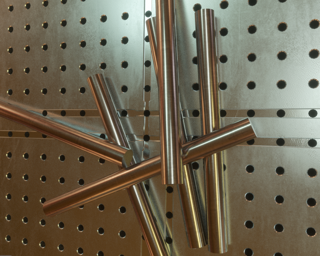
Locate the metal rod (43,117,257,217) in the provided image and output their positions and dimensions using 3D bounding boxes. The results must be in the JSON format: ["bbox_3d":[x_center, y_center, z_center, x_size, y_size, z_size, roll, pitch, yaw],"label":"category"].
[{"bbox_3d":[-0.026,0.057,0.394,0.300,0.025,0.025,-24,82,18],"label":"metal rod"}]

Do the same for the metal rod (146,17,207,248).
[{"bbox_3d":[0.021,0.002,0.405,0.025,0.025,0.299,-12,86,19],"label":"metal rod"}]

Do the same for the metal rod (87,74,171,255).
[{"bbox_3d":[-0.039,0.066,0.426,0.025,0.025,0.299,-24,82,18],"label":"metal rod"}]

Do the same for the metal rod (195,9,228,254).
[{"bbox_3d":[0.064,0.003,0.390,0.025,0.025,0.298,-3,89,20],"label":"metal rod"}]

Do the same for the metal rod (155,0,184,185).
[{"bbox_3d":[0.009,-0.083,0.379,0.025,0.025,0.299,-7,76,20],"label":"metal rod"}]

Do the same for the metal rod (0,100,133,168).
[{"bbox_3d":[-0.172,-0.004,0.459,0.300,0.025,0.025,18,96,24],"label":"metal rod"}]
